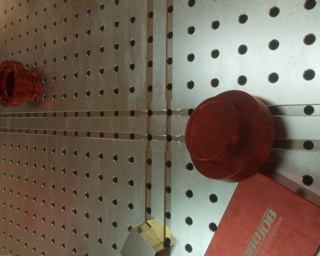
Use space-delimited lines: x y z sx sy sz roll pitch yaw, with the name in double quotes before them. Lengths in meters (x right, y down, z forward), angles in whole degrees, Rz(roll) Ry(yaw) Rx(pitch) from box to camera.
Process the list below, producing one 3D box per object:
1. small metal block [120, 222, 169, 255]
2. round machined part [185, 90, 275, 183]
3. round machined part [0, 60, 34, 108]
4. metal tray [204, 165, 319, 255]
"small metal block" -0.023 0.169 0.428 0.050 0.025 0.050 36 112 34
"round machined part" 0.064 0.005 0.324 0.098 0.042 0.098 -28 52 43
"round machined part" -0.300 -0.090 0.646 0.098 0.042 0.097 0 90 40
"metal tray" 0.107 0.115 0.317 0.090 0.030 0.129 32 110 35
